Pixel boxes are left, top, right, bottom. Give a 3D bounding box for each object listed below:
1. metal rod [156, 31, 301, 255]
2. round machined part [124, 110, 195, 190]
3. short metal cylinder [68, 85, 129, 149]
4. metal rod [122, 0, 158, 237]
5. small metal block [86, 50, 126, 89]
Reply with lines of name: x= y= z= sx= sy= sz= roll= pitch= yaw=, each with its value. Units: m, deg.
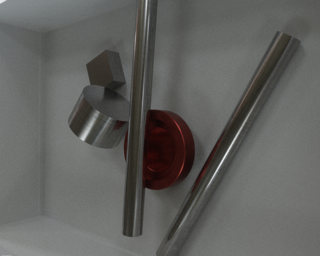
metal rod: x=0.066 y=0.038 z=0.350 sx=0.025 sy=0.025 sz=0.298 roll=38 pitch=113 yaw=33
round machined part: x=0.004 y=0.026 z=0.391 sx=0.098 sy=0.042 sz=0.097 roll=0 pitch=90 yaw=39
short metal cylinder: x=-0.080 y=-0.016 z=0.435 sx=0.080 sy=0.081 sz=0.050 roll=49 pitch=119 yaw=28
metal rod: x=-0.024 y=-0.022 z=0.370 sx=0.025 sy=0.025 sz=0.298 roll=5 pitch=92 yaw=39
small metal block: x=-0.083 y=-0.083 z=0.473 sx=0.050 sy=0.025 sz=0.050 roll=-24 pitch=75 yaw=37
